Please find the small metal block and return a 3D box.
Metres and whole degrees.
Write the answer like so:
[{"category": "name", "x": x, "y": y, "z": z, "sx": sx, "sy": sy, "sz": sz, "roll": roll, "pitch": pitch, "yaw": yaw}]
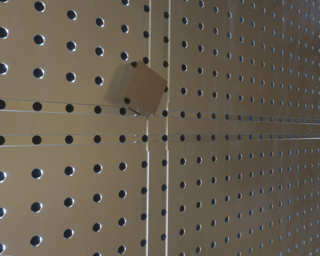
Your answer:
[{"category": "small metal block", "x": -0.024, "y": -0.049, "z": 0.391, "sx": 0.050, "sy": 0.025, "sz": 0.050, "roll": 33, "pitch": 70, "yaw": -36}]
